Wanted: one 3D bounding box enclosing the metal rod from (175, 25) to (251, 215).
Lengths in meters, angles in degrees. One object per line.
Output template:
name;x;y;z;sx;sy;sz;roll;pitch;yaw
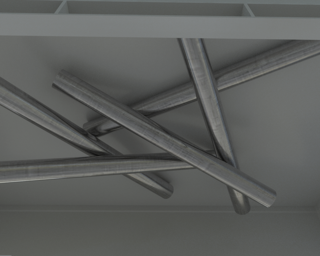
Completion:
metal rod;0.077;0.015;0.387;0.025;0.025;0.299;-15;128;12

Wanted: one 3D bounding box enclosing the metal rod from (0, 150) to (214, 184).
metal rod;-0.040;0.046;0.396;0.302;0.025;0.025;-1;132;-20

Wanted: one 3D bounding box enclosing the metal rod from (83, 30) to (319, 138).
metal rod;0.041;-0.044;0.371;0.301;0.025;0.025;-20;128;16

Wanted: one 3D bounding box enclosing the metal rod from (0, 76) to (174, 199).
metal rod;-0.080;0.029;0.402;0.025;0.025;0.301;-31;133;23

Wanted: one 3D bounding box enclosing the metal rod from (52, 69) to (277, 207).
metal rod;0.013;0.017;0.376;0.301;0.025;0.025;30;125;-9
